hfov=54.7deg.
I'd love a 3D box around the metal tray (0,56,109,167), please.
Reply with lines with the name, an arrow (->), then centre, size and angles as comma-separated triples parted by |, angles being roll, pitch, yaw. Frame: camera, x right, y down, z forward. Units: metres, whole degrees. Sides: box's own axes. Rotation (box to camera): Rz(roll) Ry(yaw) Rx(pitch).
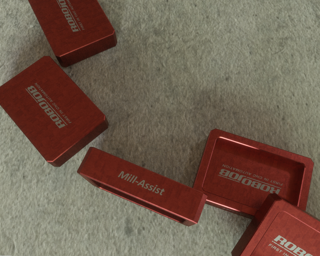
metal tray -> -0.144, -0.024, 0.413 | 0.090, 0.030, 0.130 | -41, 75, -14

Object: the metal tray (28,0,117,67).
metal tray -> -0.132, -0.164, 0.464 | 0.090, 0.030, 0.130 | -26, 72, -10

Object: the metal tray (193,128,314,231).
metal tray -> 0.113, 0.063, 0.383 | 0.131, 0.030, 0.090 | 18, 71, 6

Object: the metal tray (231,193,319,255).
metal tray -> 0.156, 0.142, 0.333 | 0.130, 0.030, 0.090 | 31, 94, 5

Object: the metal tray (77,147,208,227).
metal tray -> -0.019, 0.069, 0.348 | 0.131, 0.090, 0.030 | 22, 72, 7
